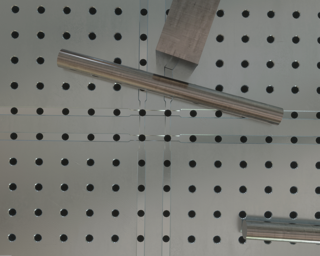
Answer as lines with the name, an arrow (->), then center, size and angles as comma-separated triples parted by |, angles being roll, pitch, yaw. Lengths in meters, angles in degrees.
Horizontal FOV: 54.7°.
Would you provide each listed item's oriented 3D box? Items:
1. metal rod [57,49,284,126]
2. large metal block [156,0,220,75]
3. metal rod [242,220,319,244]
metal rod -> 0.014, -0.054, 0.413 | 0.302, 0.025, 0.025 | 15, 90, -1
large metal block -> 0.032, -0.117, 0.386 | 0.050, 0.080, 0.080 | 19, 90, 0
metal rod -> 0.264, 0.147, 0.417 | 0.302, 0.025, 0.025 | 4, 90, -1
